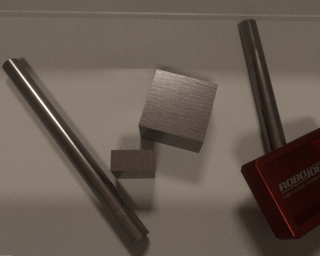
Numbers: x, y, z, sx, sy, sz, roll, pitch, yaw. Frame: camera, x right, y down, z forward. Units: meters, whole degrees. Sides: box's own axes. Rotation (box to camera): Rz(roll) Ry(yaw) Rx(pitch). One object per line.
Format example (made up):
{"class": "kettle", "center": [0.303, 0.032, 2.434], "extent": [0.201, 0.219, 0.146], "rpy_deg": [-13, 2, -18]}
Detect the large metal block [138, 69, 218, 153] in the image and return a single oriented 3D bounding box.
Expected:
{"class": "large metal block", "center": [0.024, -0.021, 0.404], "extent": [0.080, 0.050, 0.080], "rpy_deg": [15, 71, 5]}

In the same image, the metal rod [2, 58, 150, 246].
{"class": "metal rod", "center": [-0.117, 0.020, 0.400], "extent": [0.025, 0.025, 0.300], "rpy_deg": [-37, 75, -13]}

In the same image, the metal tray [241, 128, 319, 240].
{"class": "metal tray", "center": [0.169, 0.059, 0.362], "extent": [0.131, 0.030, 0.090], "rpy_deg": [-20, 77, -26]}

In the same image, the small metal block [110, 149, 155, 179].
{"class": "small metal block", "center": [-0.032, 0.045, 0.379], "extent": [0.050, 0.050, 0.025], "rpy_deg": [-1, 70, -1]}

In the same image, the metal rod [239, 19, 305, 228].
{"class": "metal rod", "center": [0.148, -0.017, 0.417], "extent": [0.025, 0.025, 0.299], "rpy_deg": [-5, 70, -2]}
